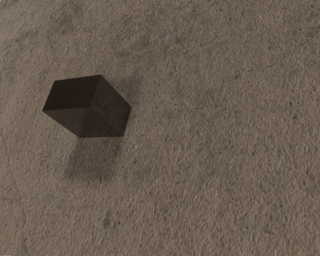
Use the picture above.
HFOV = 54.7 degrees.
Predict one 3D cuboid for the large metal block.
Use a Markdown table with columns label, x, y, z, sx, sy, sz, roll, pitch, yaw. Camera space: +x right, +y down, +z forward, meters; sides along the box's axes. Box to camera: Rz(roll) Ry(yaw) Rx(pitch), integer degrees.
| label | x | y | z | sx | sy | sz | roll | pitch | yaw |
| --- | --- | --- | --- | --- | --- | --- | --- | --- | --- |
| large metal block | -0.100 | -0.027 | 0.436 | 0.080 | 0.080 | 0.050 | -2 | 61 | 27 |
